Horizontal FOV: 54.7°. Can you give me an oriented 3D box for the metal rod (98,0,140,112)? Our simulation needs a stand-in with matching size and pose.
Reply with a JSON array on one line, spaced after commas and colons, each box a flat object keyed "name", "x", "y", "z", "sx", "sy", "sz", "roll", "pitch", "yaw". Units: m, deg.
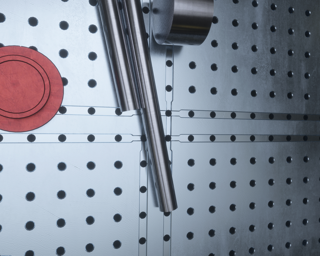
[{"name": "metal rod", "x": -0.067, "y": -0.168, "z": 0.387, "sx": 0.025, "sy": 0.025, "sz": 0.298, "roll": -13, "pitch": 94, "yaw": -20}]

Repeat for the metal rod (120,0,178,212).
[{"name": "metal rod", "x": -0.015, "y": -0.038, "z": 0.406, "sx": 0.025, "sy": 0.025, "sz": 0.298, "roll": -12, "pitch": 94, "yaw": -20}]

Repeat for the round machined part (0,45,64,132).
[{"name": "round machined part", "x": -0.158, "y": -0.044, "z": 0.345, "sx": 0.099, "sy": 0.042, "sz": 0.097, "roll": 0, "pitch": 90, "yaw": -20}]

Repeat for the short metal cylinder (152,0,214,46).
[{"name": "short metal cylinder", "x": 0.026, "y": -0.146, "z": 0.393, "sx": 0.050, "sy": 0.080, "sz": 0.079, "roll": -2, "pitch": 91, "yaw": -20}]
